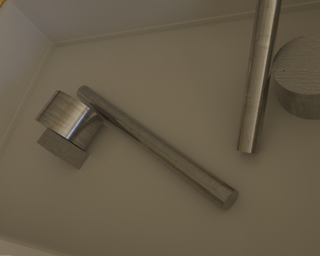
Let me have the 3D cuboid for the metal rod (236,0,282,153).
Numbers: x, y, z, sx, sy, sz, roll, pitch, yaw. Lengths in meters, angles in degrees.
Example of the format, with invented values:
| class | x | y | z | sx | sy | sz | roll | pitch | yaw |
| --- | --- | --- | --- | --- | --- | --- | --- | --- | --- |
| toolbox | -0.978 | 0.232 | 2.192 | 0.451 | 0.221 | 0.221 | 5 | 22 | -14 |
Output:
| class | x | y | z | sx | sy | sz | roll | pitch | yaw |
| --- | --- | --- | --- | --- | --- | --- | --- | --- | --- |
| metal rod | 0.115 | -0.122 | 0.329 | 0.025 | 0.025 | 0.298 | 10 | 96 | 32 |

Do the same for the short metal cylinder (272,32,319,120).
| class | x | y | z | sx | sy | sz | roll | pitch | yaw |
| --- | --- | --- | --- | --- | --- | --- | --- | --- | --- |
| short metal cylinder | 0.167 | -0.056 | 0.336 | 0.080 | 0.050 | 0.080 | -13 | 56 | 20 |

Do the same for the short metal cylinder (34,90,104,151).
| class | x | y | z | sx | sy | sz | roll | pitch | yaw |
| --- | --- | --- | --- | --- | --- | --- | --- | --- | --- |
| short metal cylinder | -0.128 | -0.010 | 0.442 | 0.080 | 0.080 | 0.050 | 23 | 74 | 36 |

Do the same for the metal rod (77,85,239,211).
| class | x | y | z | sx | sy | sz | roll | pitch | yaw |
| --- | --- | --- | --- | --- | --- | --- | --- | --- | --- |
| metal rod | -0.025 | 0.009 | 0.412 | 0.300 | 0.025 | 0.025 | 34 | 81 | 38 |

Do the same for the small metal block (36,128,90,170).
| class | x | y | z | sx | sy | sz | roll | pitch | yaw |
| --- | --- | --- | --- | --- | --- | --- | --- | --- | --- |
| small metal block | -0.138 | 0.030 | 0.441 | 0.050 | 0.050 | 0.025 | 24 | 75 | 36 |
